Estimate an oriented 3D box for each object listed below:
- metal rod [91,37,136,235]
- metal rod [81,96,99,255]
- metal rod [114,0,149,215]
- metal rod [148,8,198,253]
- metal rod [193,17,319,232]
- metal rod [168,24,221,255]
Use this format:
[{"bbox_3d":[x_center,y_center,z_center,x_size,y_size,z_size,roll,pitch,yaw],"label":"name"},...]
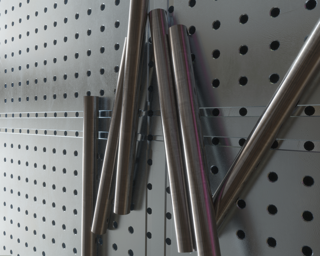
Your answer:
[{"bbox_3d":[-0.067,0.018,0.465,0.025,0.025,0.298,19,102,38],"label":"metal rod"},{"bbox_3d":[-0.114,0.098,0.505,0.025,0.025,0.298,2,91,40],"label":"metal rod"},{"bbox_3d":[-0.041,-0.024,0.432,0.025,0.025,0.298,14,102,39],"label":"metal rod"},{"bbox_3d":[0.014,-0.007,0.381,0.025,0.025,0.299,-17,74,39],"label":"metal rod"},{"bbox_3d":[0.109,0.003,0.319,0.025,0.025,0.298,39,114,33],"label":"metal rod"},{"bbox_3d":[0.039,0.020,0.356,0.025,0.025,0.299,-18,72,39],"label":"metal rod"}]
